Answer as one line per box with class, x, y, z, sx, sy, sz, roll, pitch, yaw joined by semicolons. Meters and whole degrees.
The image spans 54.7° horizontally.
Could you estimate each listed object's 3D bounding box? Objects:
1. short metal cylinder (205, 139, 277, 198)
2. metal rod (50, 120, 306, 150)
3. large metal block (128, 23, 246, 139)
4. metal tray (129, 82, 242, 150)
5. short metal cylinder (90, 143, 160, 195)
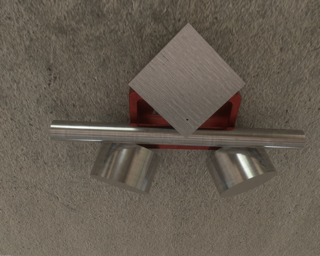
short metal cylinder;0.108;0.054;0.418;0.081;0.050;0.080;-17;154;-8
metal rod;0.023;0.009;0.377;0.302;0.025;0.025;2;130;-2
large metal block;0.026;-0.050;0.322;0.080;0.050;0.080;43;102;-12
metal tray;0.028;-0.015;0.394;0.131;0.030;0.089;1;130;-2
short metal cylinder;-0.046;0.052;0.412;0.080;0.050;0.080;16;162;6
